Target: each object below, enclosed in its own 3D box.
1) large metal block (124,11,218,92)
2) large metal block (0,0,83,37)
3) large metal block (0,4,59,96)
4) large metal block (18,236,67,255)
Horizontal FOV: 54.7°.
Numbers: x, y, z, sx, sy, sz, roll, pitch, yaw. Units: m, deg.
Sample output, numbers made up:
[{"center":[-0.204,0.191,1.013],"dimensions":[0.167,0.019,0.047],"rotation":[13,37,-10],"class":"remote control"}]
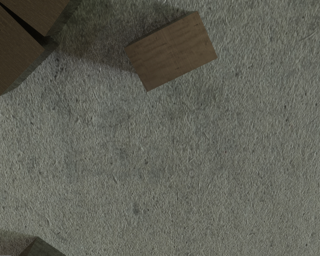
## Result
[{"center":[0.011,-0.089,0.348],"dimensions":[0.080,0.080,0.050],"rotation":[-25,108,9],"class":"large metal block"},{"center":[-0.129,-0.159,0.336],"dimensions":[0.080,0.050,0.080],"rotation":[38,106,-13],"class":"large metal block"},{"center":[-0.182,-0.097,0.359],"dimensions":[0.080,0.050,0.080],"rotation":[-40,106,13],"class":"large metal block"},{"center":[-0.190,0.231,0.480],"dimensions":[0.080,0.050,0.080],"rotation":[42,105,-14],"class":"large metal block"}]
